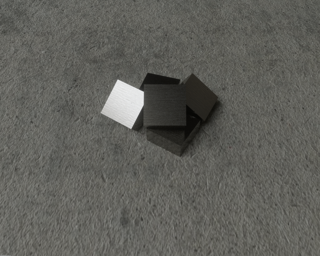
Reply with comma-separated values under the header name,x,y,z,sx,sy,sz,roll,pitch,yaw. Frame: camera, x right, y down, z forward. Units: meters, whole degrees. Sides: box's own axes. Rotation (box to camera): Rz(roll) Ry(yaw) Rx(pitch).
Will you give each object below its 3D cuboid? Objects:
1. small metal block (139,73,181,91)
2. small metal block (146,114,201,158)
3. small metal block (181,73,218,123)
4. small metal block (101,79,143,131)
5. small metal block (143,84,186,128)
name,x,y,z,sx,sy,sz,roll,pitch,yaw
small metal block,-0.002,-0.050,0.447,0.050,0.025,0.050,14,51,11
small metal block,0.017,0.003,0.403,0.050,0.025,0.050,26,55,20
small metal block,0.045,-0.038,0.423,0.050,0.025,0.050,41,54,-10
small metal block,-0.042,-0.030,0.414,0.050,0.025,0.050,27,91,19
small metal block,0.006,-0.026,0.379,0.050,0.025,0.050,0,83,0
